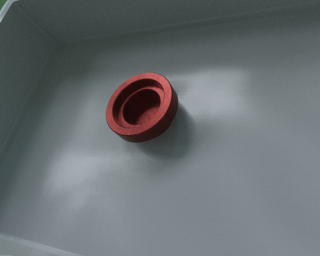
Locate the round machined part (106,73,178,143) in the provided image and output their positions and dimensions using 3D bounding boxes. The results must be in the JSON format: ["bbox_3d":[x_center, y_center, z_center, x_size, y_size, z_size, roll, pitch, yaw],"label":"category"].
[{"bbox_3d":[-0.020,-0.024,0.421,0.098,0.042,0.098,-13,56,21],"label":"round machined part"}]
